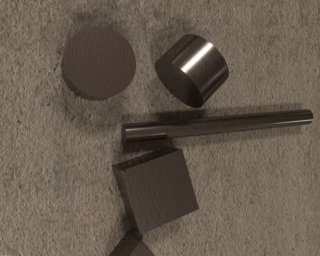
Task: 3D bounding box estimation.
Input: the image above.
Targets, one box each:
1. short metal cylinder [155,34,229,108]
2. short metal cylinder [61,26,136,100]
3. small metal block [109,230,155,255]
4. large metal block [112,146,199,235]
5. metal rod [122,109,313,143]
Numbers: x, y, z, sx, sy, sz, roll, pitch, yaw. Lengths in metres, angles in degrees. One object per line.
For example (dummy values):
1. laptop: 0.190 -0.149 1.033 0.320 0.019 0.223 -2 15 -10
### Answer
1. short metal cylinder: 0.040 -0.072 0.396 0.050 0.080 0.080 -46 105 -14
2. short metal cylinder: -0.074 -0.074 0.369 0.081 0.050 0.079 0 90 -21
3. small metal block: -0.039 0.162 0.382 0.025 0.050 0.050 43 76 -16
4. large metal block: -0.007 0.075 0.394 0.081 0.050 0.080 -18 96 -19
5. metal rod: 0.096 -0.005 0.445 0.303 0.025 0.025 -5 92 -20
